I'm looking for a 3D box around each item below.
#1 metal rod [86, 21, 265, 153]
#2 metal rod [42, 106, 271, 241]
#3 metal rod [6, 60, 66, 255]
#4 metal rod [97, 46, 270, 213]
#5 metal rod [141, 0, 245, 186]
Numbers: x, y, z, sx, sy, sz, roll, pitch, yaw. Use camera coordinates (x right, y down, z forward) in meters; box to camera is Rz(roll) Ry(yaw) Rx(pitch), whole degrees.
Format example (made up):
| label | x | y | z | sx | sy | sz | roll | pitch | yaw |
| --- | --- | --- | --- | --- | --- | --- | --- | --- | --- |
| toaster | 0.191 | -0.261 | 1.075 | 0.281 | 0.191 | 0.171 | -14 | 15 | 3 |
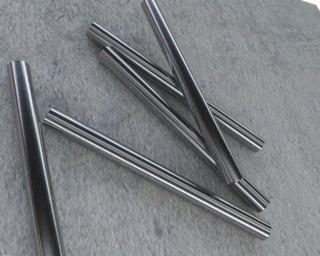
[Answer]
| label | x | y | z | sx | sy | sz | roll | pitch | yaw |
| --- | --- | --- | --- | --- | --- | --- | --- | --- | --- |
| metal rod | 0.027 | -0.056 | 0.454 | 0.301 | 0.025 | 0.025 | 34 | 51 | -6 |
| metal rod | 0.005 | 0.060 | 0.371 | 0.301 | 0.025 | 0.025 | 29 | 52 | -10 |
| metal rod | -0.118 | 0.061 | 0.303 | 0.025 | 0.025 | 0.299 | -5 | 64 | -31 |
| metal rod | 0.031 | 0.001 | 0.421 | 0.300 | 0.025 | 0.025 | 44 | 51 | 2 |
| metal rod | 0.037 | -0.064 | 0.430 | 0.025 | 0.025 | 0.299 | -10 | 67 | -33 |
